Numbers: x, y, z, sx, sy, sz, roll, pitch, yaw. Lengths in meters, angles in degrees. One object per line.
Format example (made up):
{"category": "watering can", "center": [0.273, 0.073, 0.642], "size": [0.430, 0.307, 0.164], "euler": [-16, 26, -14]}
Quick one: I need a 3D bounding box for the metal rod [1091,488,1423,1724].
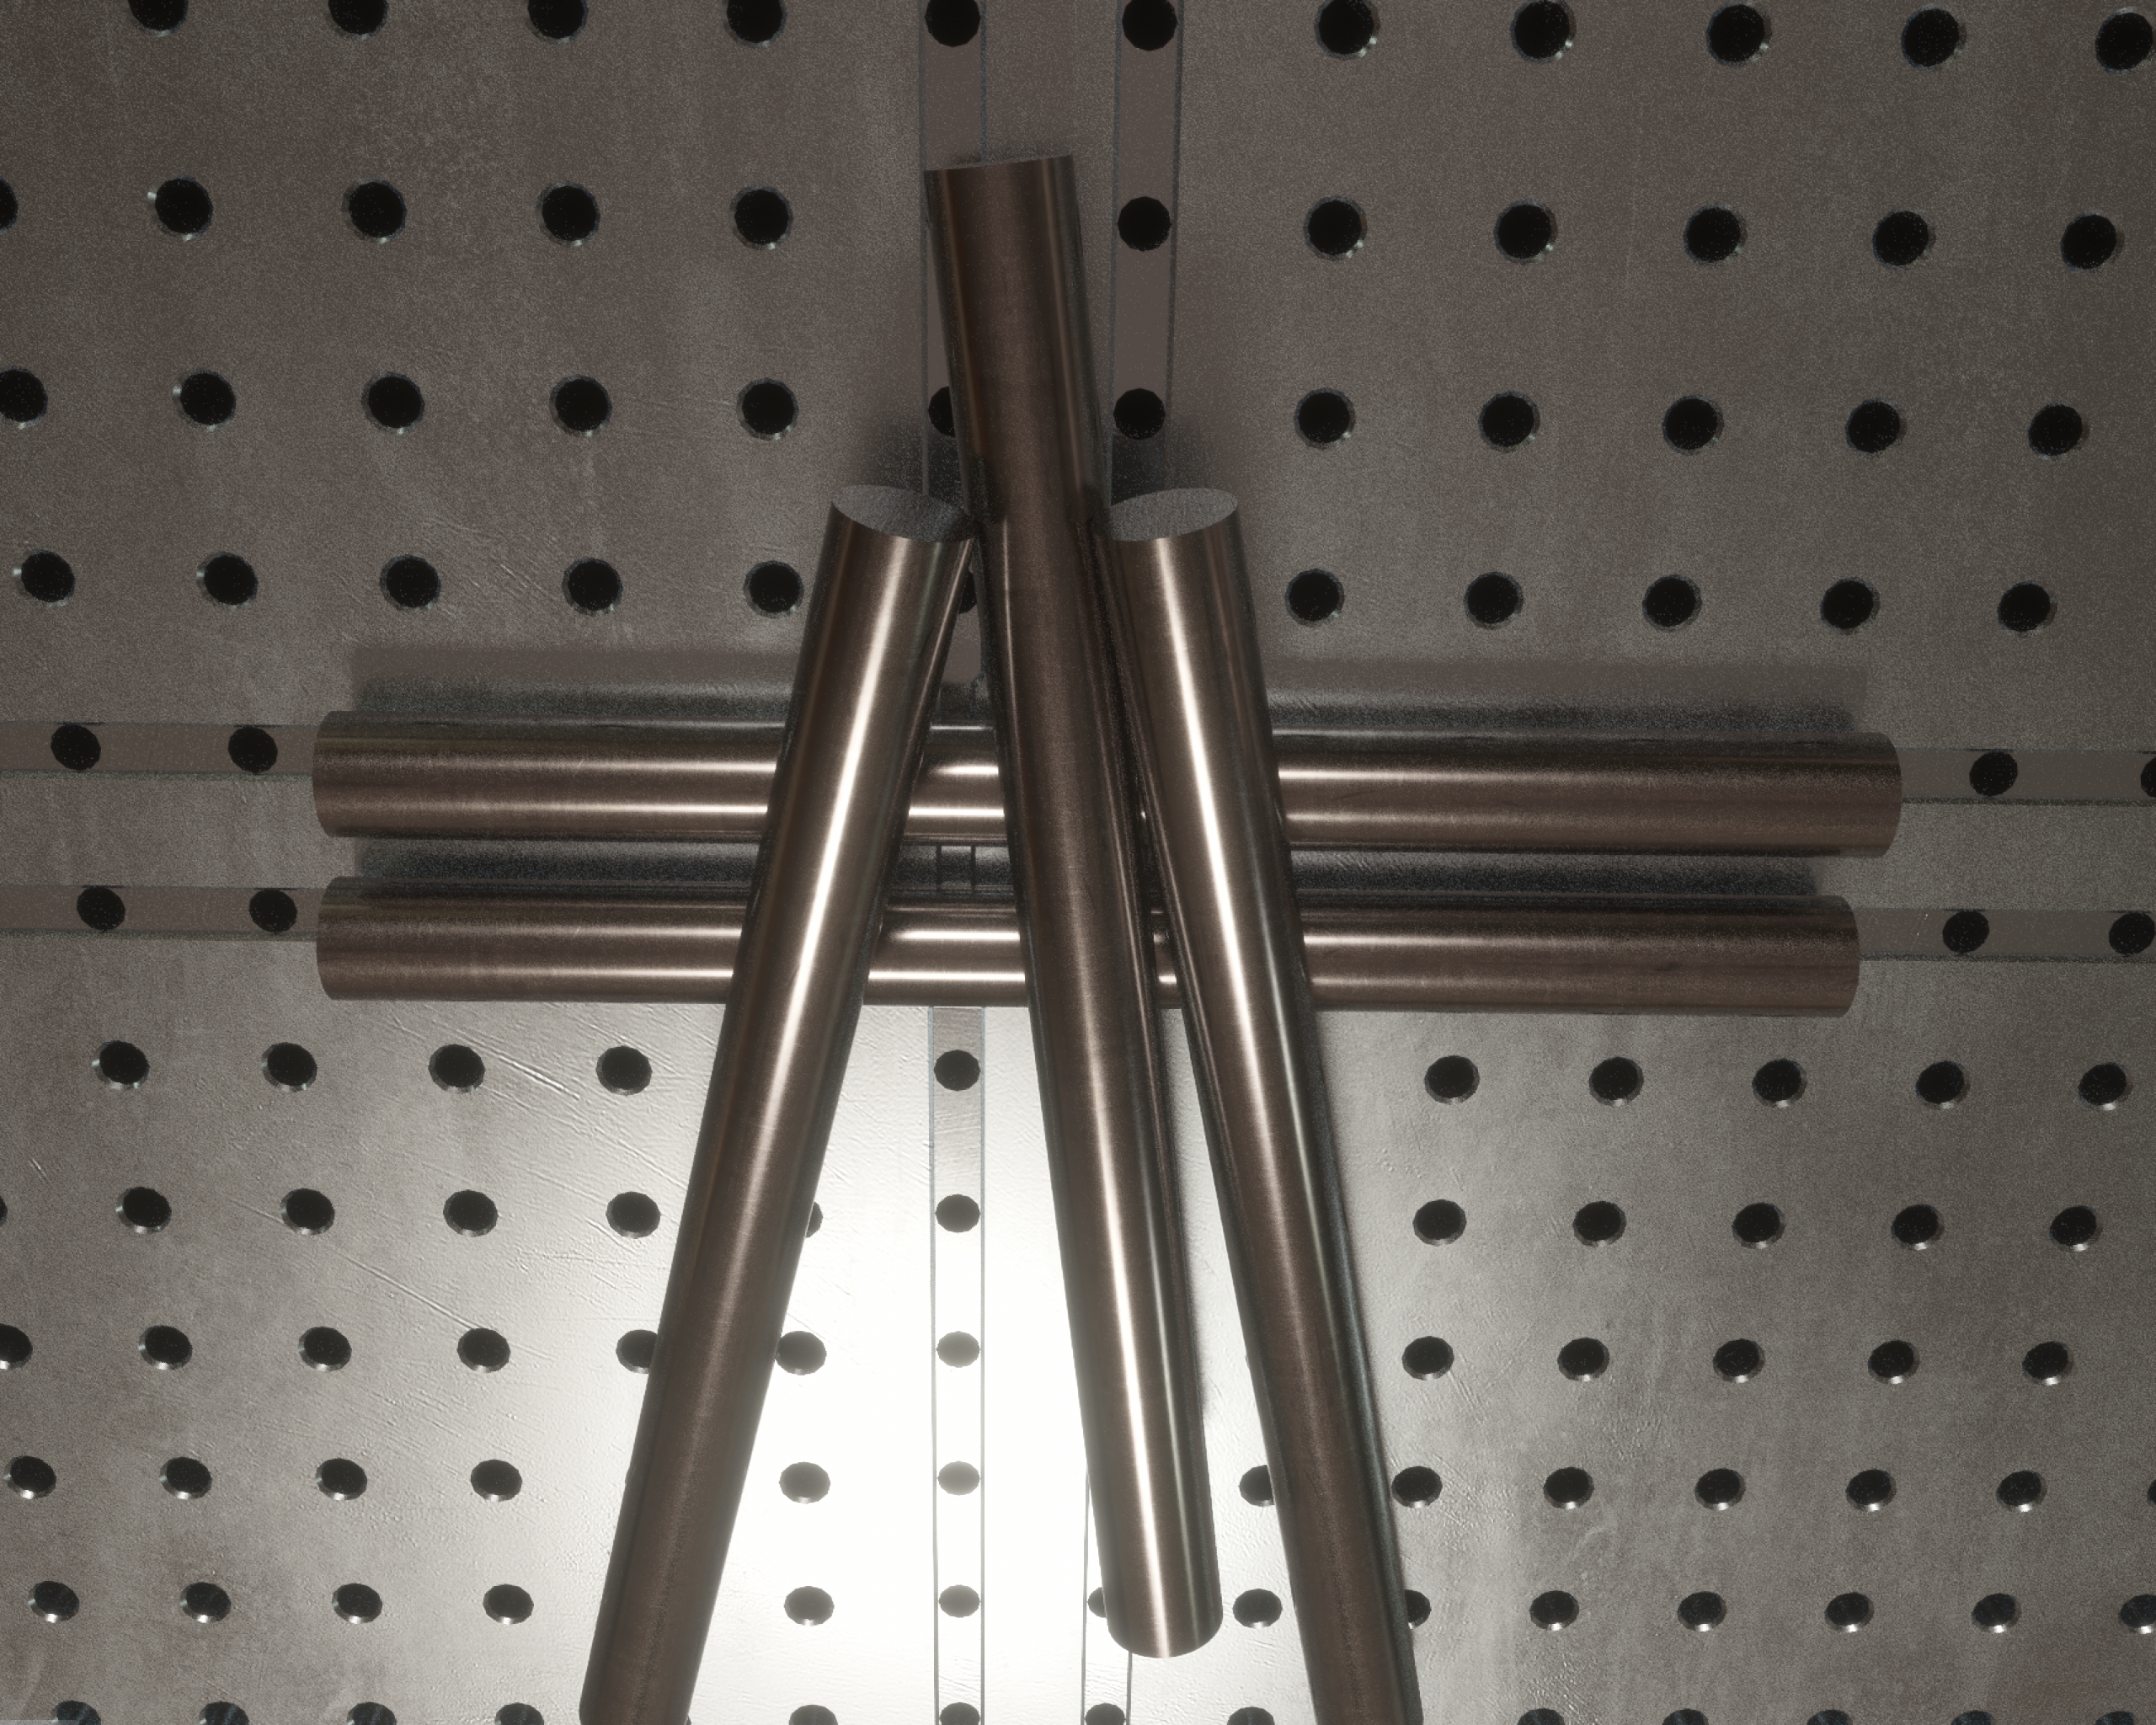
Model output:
{"category": "metal rod", "center": [0.041, 0.071, 0.420], "size": [0.025, 0.025, 0.298], "euler": [-10, 117, 3]}

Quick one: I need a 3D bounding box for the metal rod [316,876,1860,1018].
{"category": "metal rod", "center": [0.003, 0.017, 0.420], "size": [0.302, 0.025, 0.025], "euler": [1, 110, -1]}

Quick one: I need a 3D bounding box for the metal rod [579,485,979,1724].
{"category": "metal rod", "center": [-0.066, 0.069, 0.418], "size": [0.025, 0.025, 0.298], "euler": [13, 117, -5]}

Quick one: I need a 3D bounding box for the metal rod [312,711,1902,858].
{"category": "metal rod", "center": [0.007, -0.015, 0.408], "size": [0.302, 0.025, 0.025], "euler": [1, 110, -1]}

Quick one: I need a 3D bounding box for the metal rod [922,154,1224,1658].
{"category": "metal rod", "center": [0.003, 0.023, 0.396], "size": [0.025, 0.025, 0.298], "euler": [-6, 110, 2]}
